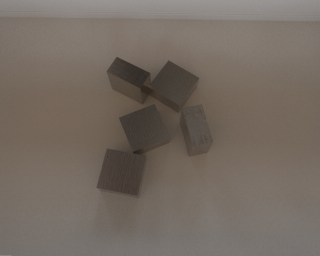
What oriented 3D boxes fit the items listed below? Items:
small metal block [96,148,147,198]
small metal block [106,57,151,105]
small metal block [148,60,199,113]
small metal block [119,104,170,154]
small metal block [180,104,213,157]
[{"bbox_3d":[-0.046,0.057,0.388,0.050,0.025,0.050,10,70,3],"label":"small metal block"},{"bbox_3d":[-0.040,-0.063,0.419,0.050,0.050,0.025,27,73,9],"label":"small metal block"},{"bbox_3d":[0.019,-0.058,0.431,0.050,0.025,0.050,32,73,11],"label":"small metal block"},{"bbox_3d":[-0.020,0.003,0.408,0.050,0.025,0.050,-22,72,-8],"label":"small metal block"},{"bbox_3d":[0.045,0.004,0.395,0.025,0.050,0.050,-12,71,-4],"label":"small metal block"}]
